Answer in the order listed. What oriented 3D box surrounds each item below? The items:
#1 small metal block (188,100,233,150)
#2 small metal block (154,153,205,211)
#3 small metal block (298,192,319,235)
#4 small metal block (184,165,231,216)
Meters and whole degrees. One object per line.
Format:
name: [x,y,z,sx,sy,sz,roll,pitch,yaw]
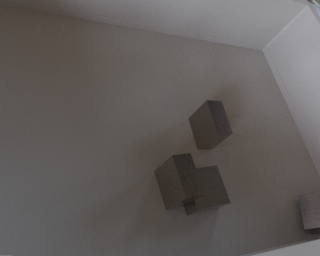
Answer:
small metal block: [0.069,-0.004,0.428,0.025,0.050,0.050,1,62,-28]
small metal block: [0.021,0.063,0.362,0.025,0.050,0.050,-4,64,-30]
small metal block: [0.229,0.118,0.435,0.025,0.050,0.050,39,43,-37]
small metal block: [0.053,0.077,0.387,0.050,0.025,0.050,-3,63,-30]
